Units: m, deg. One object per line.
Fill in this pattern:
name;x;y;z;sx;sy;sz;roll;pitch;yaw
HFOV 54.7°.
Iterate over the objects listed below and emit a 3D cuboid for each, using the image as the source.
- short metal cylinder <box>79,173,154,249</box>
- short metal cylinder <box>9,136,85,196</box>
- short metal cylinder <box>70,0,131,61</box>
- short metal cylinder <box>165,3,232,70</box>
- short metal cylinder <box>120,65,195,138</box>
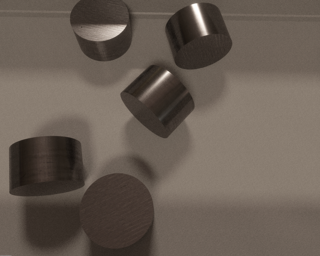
short metal cylinder;-0.047;0.097;0.360;0.081;0.050;0.080;0;70;0
short metal cylinder;-0.132;0.047;0.362;0.081;0.080;0.050;-9;71;-4
short metal cylinder;-0.083;-0.144;0.448;0.081;0.050;0.080;0;70;0
short metal cylinder;0.052;-0.124;0.426;0.081;0.080;0.050;-13;71;-5
short metal cylinder;-0.003;-0.033;0.392;0.080;0.080;0.050;40;75;13
